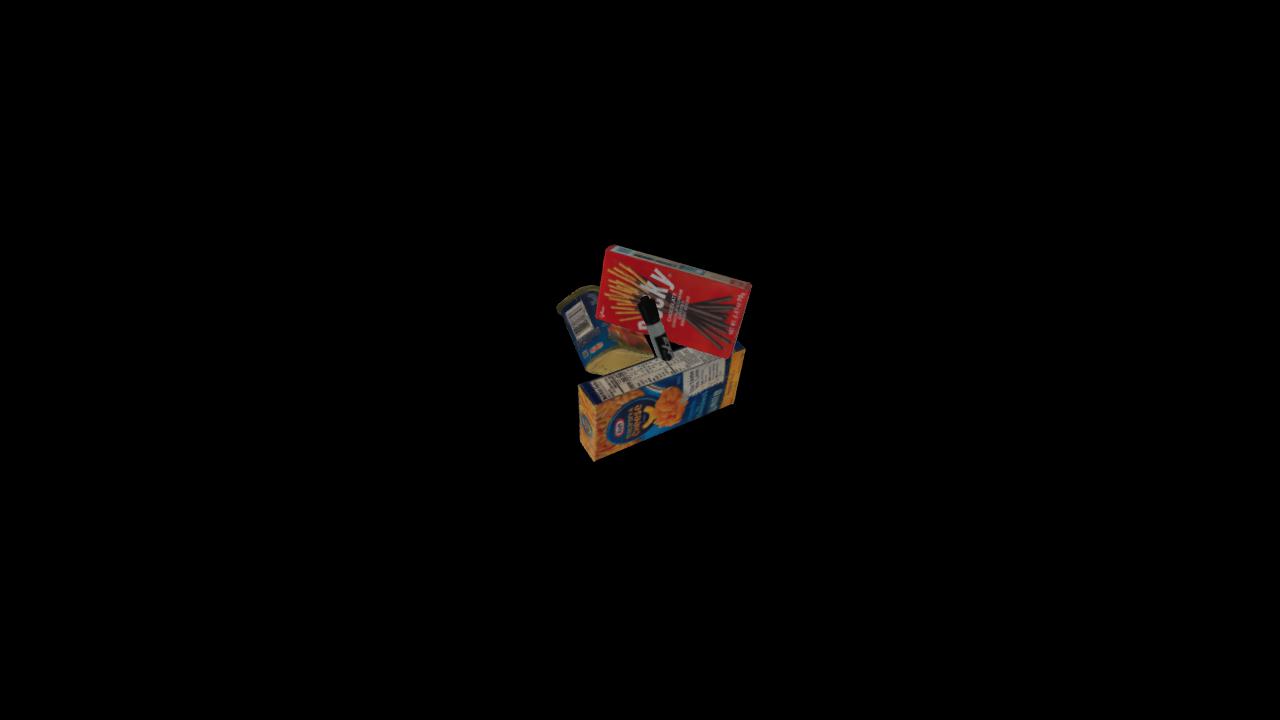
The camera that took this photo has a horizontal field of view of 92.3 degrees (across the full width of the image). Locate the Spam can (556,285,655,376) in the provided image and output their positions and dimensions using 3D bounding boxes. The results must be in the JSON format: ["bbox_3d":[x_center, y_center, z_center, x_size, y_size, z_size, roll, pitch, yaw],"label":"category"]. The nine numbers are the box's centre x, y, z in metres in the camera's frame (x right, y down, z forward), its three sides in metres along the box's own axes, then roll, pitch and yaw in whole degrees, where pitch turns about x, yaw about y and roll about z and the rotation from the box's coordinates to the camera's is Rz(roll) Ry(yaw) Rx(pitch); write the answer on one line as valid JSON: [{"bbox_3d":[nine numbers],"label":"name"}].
[{"bbox_3d":[-0.038,-0.030,0.711,0.058,0.085,0.101,-34,-23,24],"label":"Spam can"}]

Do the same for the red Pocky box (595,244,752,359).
[{"bbox_3d":[0.031,-0.061,0.642,0.155,0.083,0.028,17,32,12],"label":"red Pocky box"}]

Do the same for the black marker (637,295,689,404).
[{"bbox_3d":[0.024,-0.010,0.641,0.020,0.121,0.020,-18,19,7],"label":"black marker"}]

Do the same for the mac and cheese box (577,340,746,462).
[{"bbox_3d":[0.024,0.037,0.662,0.184,0.093,0.041,-20,50,-23],"label":"mac and cheese box"}]
